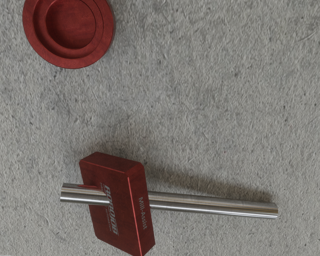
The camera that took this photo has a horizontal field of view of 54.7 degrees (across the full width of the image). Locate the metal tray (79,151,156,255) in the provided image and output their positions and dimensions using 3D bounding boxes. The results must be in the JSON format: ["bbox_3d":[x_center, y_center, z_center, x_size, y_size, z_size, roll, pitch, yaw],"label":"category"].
[{"bbox_3d":[-0.057,0.102,0.418,0.090,0.030,0.129,9,115,36],"label":"metal tray"}]

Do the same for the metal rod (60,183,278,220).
[{"bbox_3d":[0.020,0.103,0.429,0.302,0.025,0.025,8,110,-10],"label":"metal rod"}]

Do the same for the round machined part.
[{"bbox_3d":[-0.100,-0.120,0.356,0.099,0.042,0.097,0,110,0],"label":"round machined part"}]
